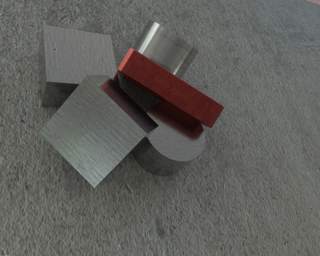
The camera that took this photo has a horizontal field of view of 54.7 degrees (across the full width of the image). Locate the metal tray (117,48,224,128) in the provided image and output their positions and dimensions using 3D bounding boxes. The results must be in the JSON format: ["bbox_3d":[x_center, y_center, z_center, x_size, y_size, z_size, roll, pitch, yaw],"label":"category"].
[{"bbox_3d":[0.010,-0.049,0.400,0.130,0.090,0.030,31,92,-8],"label":"metal tray"}]

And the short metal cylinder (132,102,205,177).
[{"bbox_3d":[0.009,0.014,0.386,0.081,0.050,0.080,14,56,-21],"label":"short metal cylinder"}]

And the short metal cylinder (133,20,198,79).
[{"bbox_3d":[0.006,-0.106,0.432,0.080,0.050,0.080,31,11,-6],"label":"short metal cylinder"}]

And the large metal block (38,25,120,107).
[{"bbox_3d":[-0.101,-0.071,0.376,0.081,0.050,0.080,1,61,-28],"label":"large metal block"}]

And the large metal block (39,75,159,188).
[{"bbox_3d":[-0.062,0.001,0.327,0.080,0.080,0.050,45,15,2],"label":"large metal block"}]
